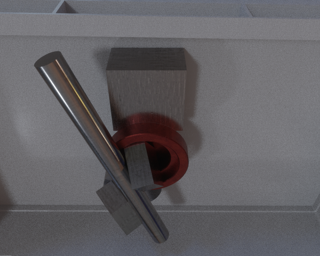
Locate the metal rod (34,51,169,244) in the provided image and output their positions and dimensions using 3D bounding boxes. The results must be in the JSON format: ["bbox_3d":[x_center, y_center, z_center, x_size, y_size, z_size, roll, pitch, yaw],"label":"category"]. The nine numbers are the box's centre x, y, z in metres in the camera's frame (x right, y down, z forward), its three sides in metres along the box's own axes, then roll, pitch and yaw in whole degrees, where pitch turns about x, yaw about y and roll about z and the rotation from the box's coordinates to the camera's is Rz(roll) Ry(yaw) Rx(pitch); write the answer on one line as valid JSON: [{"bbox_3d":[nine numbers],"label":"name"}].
[{"bbox_3d":[-0.047,0.048,0.356,0.025,0.025,0.299,-15,129,12],"label":"metal rod"}]

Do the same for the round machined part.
[{"bbox_3d":[-0.015,0.030,0.383,0.099,0.042,0.097,-1,130,0],"label":"round machined part"}]

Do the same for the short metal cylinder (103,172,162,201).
[{"bbox_3d":[-0.038,0.067,0.448,0.081,0.050,0.079,0,130,0],"label":"short metal cylinder"}]

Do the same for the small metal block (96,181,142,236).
[{"bbox_3d":[-0.055,0.106,0.412,0.025,0.050,0.050,-35,129,-15],"label":"small metal block"}]

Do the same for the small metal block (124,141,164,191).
[{"bbox_3d":[-0.018,0.046,0.367,0.025,0.050,0.050,-17,163,9],"label":"small metal block"}]

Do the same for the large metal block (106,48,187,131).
[{"bbox_3d":[-0.014,-0.043,0.352,0.081,0.050,0.079,0,130,-1],"label":"large metal block"}]
